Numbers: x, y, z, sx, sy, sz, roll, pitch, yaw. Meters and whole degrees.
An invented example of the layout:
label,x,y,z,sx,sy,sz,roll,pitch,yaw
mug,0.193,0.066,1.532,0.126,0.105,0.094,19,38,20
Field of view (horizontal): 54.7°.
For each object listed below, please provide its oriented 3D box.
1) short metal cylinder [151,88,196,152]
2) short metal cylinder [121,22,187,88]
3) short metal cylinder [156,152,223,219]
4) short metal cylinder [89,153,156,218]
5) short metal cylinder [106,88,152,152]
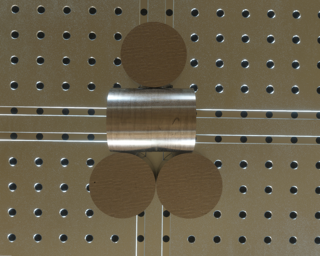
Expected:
label,x,y,z,sx,sy,sz,roll,pitch,yaw
short metal cylinder,0.015,-0.010,0.387,0.050,0.080,0.079,0,90,0
short metal cylinder,-0.008,-0.089,0.400,0.081,0.050,0.079,0,90,-1
short metal cylinder,0.036,0.070,0.400,0.081,0.050,0.079,0,90,-1
short metal cylinder,-0.046,0.070,0.399,0.081,0.050,0.079,0,90,-1
short metal cylinder,-0.035,-0.010,0.386,0.050,0.080,0.079,0,90,0
